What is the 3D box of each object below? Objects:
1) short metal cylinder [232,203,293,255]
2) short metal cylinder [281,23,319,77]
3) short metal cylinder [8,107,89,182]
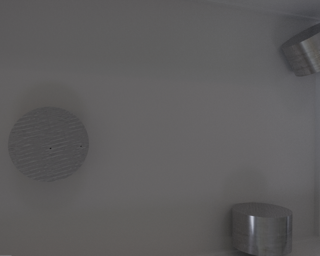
[{"bbox_3d":[0.142,0.139,0.434,0.081,0.080,0.050,1,90,-20],"label":"short metal cylinder"},{"bbox_3d":[0.232,-0.120,0.466,0.080,0.080,0.050,-36,102,-16],"label":"short metal cylinder"},{"bbox_3d":[-0.125,0.017,0.351,0.081,0.050,0.080,0,90,-20],"label":"short metal cylinder"}]
